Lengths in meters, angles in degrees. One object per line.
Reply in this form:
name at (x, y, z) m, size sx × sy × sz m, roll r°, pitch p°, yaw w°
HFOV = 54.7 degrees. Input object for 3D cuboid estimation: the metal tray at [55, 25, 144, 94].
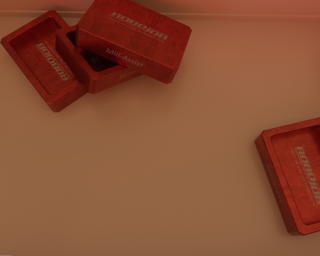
metal tray at (-0.061, -0.108, 0.422) m, size 0.131 × 0.030 × 0.090 m, roll -29°, pitch 72°, yaw -32°

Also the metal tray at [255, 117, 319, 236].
metal tray at (0.186, 0.058, 0.387) m, size 0.091 × 0.030 × 0.130 m, roll -13°, pitch 71°, yaw -5°

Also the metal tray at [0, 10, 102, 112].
metal tray at (-0.150, -0.097, 0.440) m, size 0.090 × 0.030 × 0.130 m, roll -37°, pitch 75°, yaw -13°

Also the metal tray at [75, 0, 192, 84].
metal tray at (-0.031, -0.120, 0.403) m, size 0.131 × 0.030 × 0.090 m, roll 22°, pitch 54°, yaw -5°
